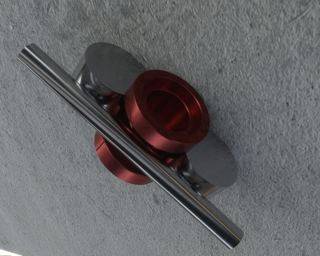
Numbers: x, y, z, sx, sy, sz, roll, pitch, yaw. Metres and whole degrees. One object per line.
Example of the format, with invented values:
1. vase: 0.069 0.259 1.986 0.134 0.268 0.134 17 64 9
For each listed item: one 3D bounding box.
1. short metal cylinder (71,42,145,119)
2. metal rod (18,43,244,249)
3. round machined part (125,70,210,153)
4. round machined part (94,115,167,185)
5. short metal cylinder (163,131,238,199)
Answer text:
1. short metal cylinder: -0.061 -0.055 0.369 0.080 0.080 0.050 43 129 -2
2. metal rod: -0.029 0.021 0.332 0.300 0.025 0.025 42 129 -2
3. round machined part: 0.005 -0.014 0.349 0.098 0.098 0.042 43 133 -2
4. round machined part: -0.027 0.017 0.383 0.098 0.098 0.042 43 125 -2
5. short metal cylinder: 0.046 0.046 0.375 0.080 0.080 0.050 43 129 -2
